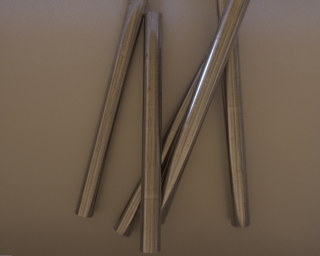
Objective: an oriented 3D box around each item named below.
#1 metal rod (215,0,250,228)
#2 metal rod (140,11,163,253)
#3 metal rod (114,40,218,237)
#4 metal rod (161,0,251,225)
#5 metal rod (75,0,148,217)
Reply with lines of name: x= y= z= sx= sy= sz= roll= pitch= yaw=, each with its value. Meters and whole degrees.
metal rod: x=0.094 y=-0.020 z=0.396 sx=0.025 sy=0.025 sz=0.298 roll=-5 pitch=96 yaw=0
metal rod: x=-0.010 y=-0.001 z=0.392 sx=0.025 sy=0.025 sz=0.298 roll=1 pitch=83 yaw=0
metal rod: x=0.019 y=0.005 z=0.411 sx=0.025 sy=0.025 sz=0.299 roll=28 pitch=90 yaw=0
metal rod: x=0.044 y=-0.016 z=0.382 sx=0.025 sy=0.025 sz=0.298 roll=20 pitch=102 yaw=0
metal rod: x=-0.064 y=-0.031 z=0.410 sx=0.025 sy=0.025 sz=0.298 roll=14 pitch=90 yaw=0
